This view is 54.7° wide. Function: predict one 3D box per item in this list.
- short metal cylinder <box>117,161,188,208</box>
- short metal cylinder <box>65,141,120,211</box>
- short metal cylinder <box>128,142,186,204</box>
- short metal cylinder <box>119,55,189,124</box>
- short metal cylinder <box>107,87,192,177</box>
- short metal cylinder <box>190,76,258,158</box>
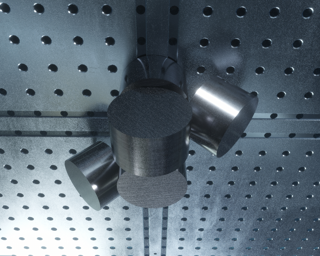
[{"bbox_3d":[-0.009,0.052,0.373,0.081,0.050,0.079,0,130,0],"label":"short metal cylinder"},{"bbox_3d":[-0.085,0.065,0.422,0.050,0.080,0.079,-33,139,-31],"label":"short metal cylinder"},{"bbox_3d":[-0.005,0.066,0.451,0.081,0.050,0.079,-1,131,0],"label":"short metal cylinder"},{"bbox_3d":[-0.008,-0.037,0.363,0.081,0.050,0.079,0,131,0],"label":"short metal cylinder"},{"bbox_3d":[-0.010,0.002,0.310,0.081,0.080,0.050,0,130,-1],"label":"short metal cylinder"},{"bbox_3d":[0.068,-0.013,0.356,0.050,0.081,0.079,35,134,24],"label":"short metal cylinder"}]
